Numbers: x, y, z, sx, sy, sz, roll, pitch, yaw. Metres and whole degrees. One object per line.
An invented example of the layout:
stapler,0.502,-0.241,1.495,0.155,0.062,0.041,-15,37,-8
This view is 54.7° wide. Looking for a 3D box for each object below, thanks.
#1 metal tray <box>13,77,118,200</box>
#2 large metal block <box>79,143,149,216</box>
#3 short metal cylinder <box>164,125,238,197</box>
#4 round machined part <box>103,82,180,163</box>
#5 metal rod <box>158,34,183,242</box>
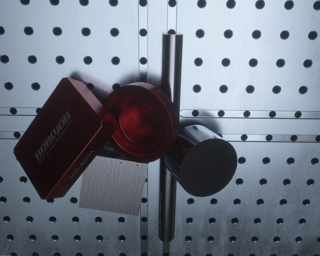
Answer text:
metal tray,-0.122,0.014,0.388,0.130,0.030,0.090,-50,65,15
large metal block,-0.061,0.067,0.424,0.081,0.050,0.079,10,110,-4
short metal cylinder,0.052,0.042,0.402,0.081,0.050,0.079,-7,112,-19
round machined part,-0.021,-0.009,0.387,0.098,0.042,0.097,9,111,24
metal rod,0.013,0.027,0.424,0.025,0.025,0.298,1,110,-1
